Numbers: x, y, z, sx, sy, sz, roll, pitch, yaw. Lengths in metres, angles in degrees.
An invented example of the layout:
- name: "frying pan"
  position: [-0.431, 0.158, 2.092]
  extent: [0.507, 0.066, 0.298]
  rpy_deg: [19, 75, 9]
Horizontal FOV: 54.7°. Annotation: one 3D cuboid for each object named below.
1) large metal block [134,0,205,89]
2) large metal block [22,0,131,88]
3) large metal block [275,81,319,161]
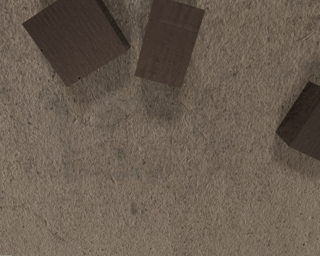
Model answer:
- name: "large metal block"
  position: [0.008, -0.097, 0.345]
  extent: [0.050, 0.080, 0.079]
  rpy_deg: [14, 109, -6]
- name: "large metal block"
  position: [-0.091, -0.106, 0.356]
  extent: [0.080, 0.050, 0.080]
  rpy_deg: [-29, 108, 10]
- name: "large metal block"
  position: [0.213, -0.003, 0.398]
  extent: [0.080, 0.050, 0.080]
  rpy_deg: [24, 108, -9]
